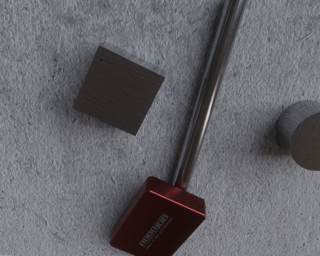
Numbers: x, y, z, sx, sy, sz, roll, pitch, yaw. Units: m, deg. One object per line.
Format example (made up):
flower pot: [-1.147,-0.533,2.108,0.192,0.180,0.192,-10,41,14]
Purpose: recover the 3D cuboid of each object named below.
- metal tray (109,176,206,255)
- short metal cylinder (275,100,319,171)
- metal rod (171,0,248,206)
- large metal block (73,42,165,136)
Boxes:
metal tray: [-0.005,0.137,0.443,0.090,0.030,0.129,26,120,-10]
short metal cylinder: [0.199,0.009,0.403,0.081,0.050,0.079,0,110,-1]
metal rod: [0.054,-0.014,0.405,0.025,0.025,0.298,13,110,-5]
large metal block: [-0.048,-0.049,0.378,0.080,0.050,0.080,25,108,-9]
